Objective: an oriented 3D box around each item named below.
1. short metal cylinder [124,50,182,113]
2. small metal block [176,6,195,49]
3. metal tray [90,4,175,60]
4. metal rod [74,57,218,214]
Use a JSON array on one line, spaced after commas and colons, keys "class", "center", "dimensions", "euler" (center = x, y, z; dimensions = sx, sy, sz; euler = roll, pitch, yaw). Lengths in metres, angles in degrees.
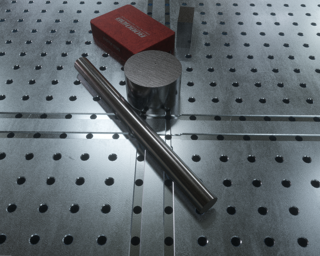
[{"class": "short metal cylinder", "center": [-0.010, -0.068, 0.448], "dimensions": [0.081, 0.050, 0.080], "euler": [0, 50, 0]}, {"class": "small metal block", "center": [0.044, -0.175, 0.539], "dimensions": [0.025, 0.050, 0.050], "euler": [6, 50, 4]}, {"class": "metal tray", "center": [-0.048, -0.165, 0.542], "dimensions": [0.091, 0.030, 0.130], "euler": [-34, 58, -26]}, {"class": "metal rod", "center": [-0.036, -0.008, 0.414], "dimensions": [0.025, 0.025, 0.300], "euler": [-29, 56, -23]}]
